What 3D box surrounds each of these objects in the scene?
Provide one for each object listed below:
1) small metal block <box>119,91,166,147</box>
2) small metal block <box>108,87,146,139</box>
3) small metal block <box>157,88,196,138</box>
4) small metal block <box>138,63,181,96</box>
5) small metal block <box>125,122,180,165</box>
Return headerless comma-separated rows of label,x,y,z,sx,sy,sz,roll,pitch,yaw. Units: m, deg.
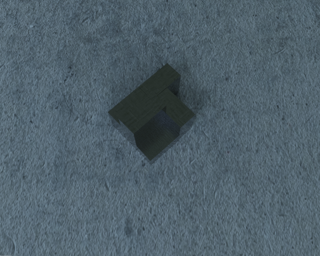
small metal block,-0.020,-0.010,0.373,0.050,0.050,0.025,-42,76,-14
small metal block,-0.037,-0.019,0.402,0.050,0.050,0.025,-42,76,-14
small metal block,0.017,-0.017,0.402,0.025,0.050,0.050,-41,76,-14
small metal block,0.000,-0.051,0.414,0.050,0.050,0.025,-42,76,-14
small metal block,-0.010,0.012,0.405,0.050,0.025,0.050,-41,75,-14
